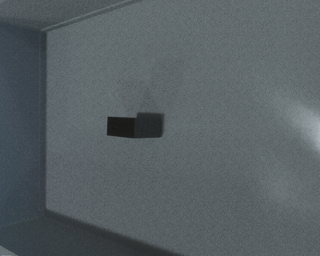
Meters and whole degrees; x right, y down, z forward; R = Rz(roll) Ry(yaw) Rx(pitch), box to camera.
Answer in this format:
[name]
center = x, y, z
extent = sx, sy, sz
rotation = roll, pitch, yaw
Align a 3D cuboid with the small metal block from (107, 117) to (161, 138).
[small metal block]
center = -0.034, -0.001, 0.412
extent = 0.050, 0.050, 0.025
rotation = 4, 93, 39
